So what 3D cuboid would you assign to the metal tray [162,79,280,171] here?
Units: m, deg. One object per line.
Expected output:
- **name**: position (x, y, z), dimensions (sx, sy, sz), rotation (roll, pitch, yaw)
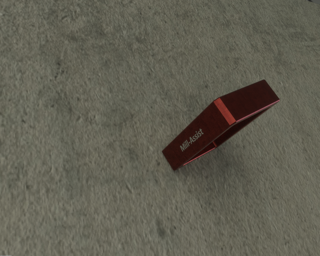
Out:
- **metal tray**: position (0.068, 0.000, 0.373), dimensions (0.091, 0.129, 0.030), rotation (-23, 74, -36)
